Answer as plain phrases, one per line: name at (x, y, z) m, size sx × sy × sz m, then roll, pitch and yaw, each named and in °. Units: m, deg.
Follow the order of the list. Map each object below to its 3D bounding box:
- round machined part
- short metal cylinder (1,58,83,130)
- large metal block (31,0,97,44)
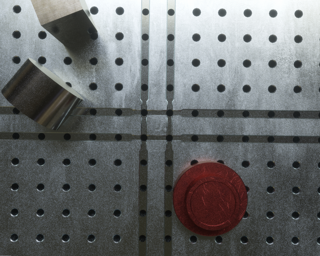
round machined part at (0.066, 0.094, 0.405) m, size 0.099 × 0.042 × 0.097 m, roll 0°, pitch 90°, yaw 0°
short metal cylinder at (-0.144, -0.041, 0.385) m, size 0.080 × 0.080 × 0.050 m, roll 39°, pitch 90°, yaw 0°
large metal block at (-0.124, -0.161, 0.385) m, size 0.050 × 0.080 × 0.080 m, roll -22°, pitch 90°, yaw 0°
